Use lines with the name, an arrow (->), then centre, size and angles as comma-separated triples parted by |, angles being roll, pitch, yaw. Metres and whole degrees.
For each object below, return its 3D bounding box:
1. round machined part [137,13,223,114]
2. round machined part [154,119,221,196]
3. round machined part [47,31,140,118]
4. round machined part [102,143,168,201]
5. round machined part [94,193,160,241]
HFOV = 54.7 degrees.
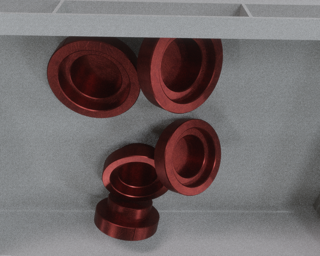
round machined part -> 0.016, -0.067, 0.320 | 0.099, 0.042, 0.097 | -18, 119, -35
round machined part -> 0.031, 0.036, 0.406 | 0.098, 0.098, 0.042 | 44, 157, -31
round machined part -> -0.069, -0.061, 0.343 | 0.099, 0.042, 0.097 | 1, 131, 2
round machined part -> -0.032, 0.060, 0.448 | 0.099, 0.042, 0.097 | -1, 130, 0
round machined part -> -0.049, 0.127, 0.476 | 0.099, 0.098, 0.042 | 10, 102, -9
